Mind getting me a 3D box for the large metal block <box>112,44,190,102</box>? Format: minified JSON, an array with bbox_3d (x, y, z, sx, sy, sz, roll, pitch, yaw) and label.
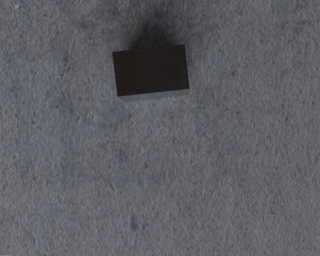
[{"bbox_3d":[-0.010,-0.064,0.382,0.080,0.080,0.050,-6,90,0],"label":"large metal block"}]
